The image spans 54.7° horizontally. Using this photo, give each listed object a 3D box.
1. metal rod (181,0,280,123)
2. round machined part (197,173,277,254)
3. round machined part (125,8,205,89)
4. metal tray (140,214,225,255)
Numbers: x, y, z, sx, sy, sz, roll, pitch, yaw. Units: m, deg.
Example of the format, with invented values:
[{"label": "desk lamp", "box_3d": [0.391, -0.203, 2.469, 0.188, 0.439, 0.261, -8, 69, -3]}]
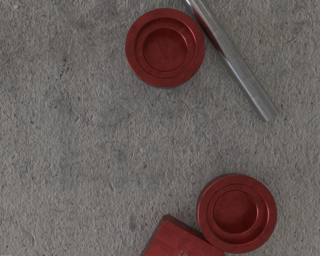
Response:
[{"label": "metal rod", "box_3d": [0.064, -0.138, 0.410, 0.025, 0.025, 0.299, -34, 90, 0]}, {"label": "round machined part", "box_3d": [0.096, 0.107, 0.402, 0.099, 0.042, 0.097, 0, 90, 0]}, {"label": "round machined part", "box_3d": [0.007, -0.099, 0.402, 0.099, 0.042, 0.097, 0, 90, 0]}, {"label": "metal tray", "box_3d": [0.014, 0.193, 0.408, 0.090, 0.030, 0.130, 30, 90, 0]}]
